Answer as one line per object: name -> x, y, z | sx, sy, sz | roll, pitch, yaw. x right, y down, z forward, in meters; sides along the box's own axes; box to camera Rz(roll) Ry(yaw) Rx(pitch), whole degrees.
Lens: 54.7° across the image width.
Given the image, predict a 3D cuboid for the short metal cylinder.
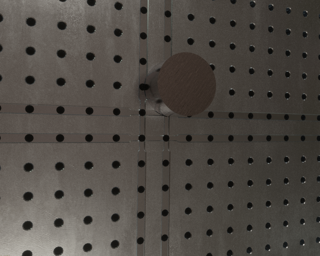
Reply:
short metal cylinder -> 0.026, -0.055, 0.410 | 0.081, 0.050, 0.079 | 0, 90, -21
